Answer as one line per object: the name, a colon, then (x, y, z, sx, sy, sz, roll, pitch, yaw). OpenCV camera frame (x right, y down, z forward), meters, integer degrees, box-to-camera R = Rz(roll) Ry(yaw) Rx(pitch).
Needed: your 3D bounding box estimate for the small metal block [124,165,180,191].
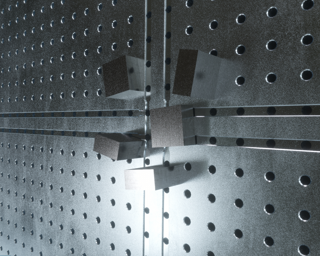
small metal block: (-0.010, 0.064, 0.399, 0.050, 0.050, 0.025, -8, 85, 39)

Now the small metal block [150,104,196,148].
small metal block: (0.016, -0.002, 0.395, 0.050, 0.025, 0.050, -6, 86, 39)

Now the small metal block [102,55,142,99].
small metal block: (-0.056, -0.073, 0.453, 0.050, 0.025, 0.050, -11, 83, 39)

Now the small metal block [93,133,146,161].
small metal block: (-0.057, 0.025, 0.438, 0.050, 0.050, 0.025, 16, 100, 38)

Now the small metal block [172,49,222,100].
small metal block: (0.043, -0.060, 0.356, 0.025, 0.050, 0.050, 15, 100, 39)
